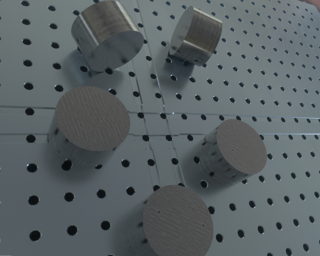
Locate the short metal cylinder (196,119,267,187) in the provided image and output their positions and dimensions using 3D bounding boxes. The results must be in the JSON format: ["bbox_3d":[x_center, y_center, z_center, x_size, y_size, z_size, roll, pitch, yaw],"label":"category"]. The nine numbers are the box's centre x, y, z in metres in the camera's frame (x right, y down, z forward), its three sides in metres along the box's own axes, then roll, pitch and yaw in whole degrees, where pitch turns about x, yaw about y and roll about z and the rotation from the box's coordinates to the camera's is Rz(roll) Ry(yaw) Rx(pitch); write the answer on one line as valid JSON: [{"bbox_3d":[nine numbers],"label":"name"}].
[{"bbox_3d":[0.098,0.034,0.426,0.081,0.050,0.080,14,56,-21],"label":"short metal cylinder"}]

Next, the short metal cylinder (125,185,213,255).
[{"bbox_3d":[0.009,0.108,0.333,0.081,0.050,0.080,14,56,-21],"label":"short metal cylinder"}]

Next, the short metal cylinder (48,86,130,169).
[{"bbox_3d":[-0.080,0.000,0.350,0.081,0.050,0.080,14,56,-21],"label":"short metal cylinder"}]

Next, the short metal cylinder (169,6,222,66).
[{"bbox_3d":[0.055,-0.145,0.493,0.050,0.080,0.080,19,54,-18],"label":"short metal cylinder"}]

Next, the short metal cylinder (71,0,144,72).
[{"bbox_3d":[-0.069,-0.119,0.410,0.081,0.080,0.050,-21,73,-36],"label":"short metal cylinder"}]
